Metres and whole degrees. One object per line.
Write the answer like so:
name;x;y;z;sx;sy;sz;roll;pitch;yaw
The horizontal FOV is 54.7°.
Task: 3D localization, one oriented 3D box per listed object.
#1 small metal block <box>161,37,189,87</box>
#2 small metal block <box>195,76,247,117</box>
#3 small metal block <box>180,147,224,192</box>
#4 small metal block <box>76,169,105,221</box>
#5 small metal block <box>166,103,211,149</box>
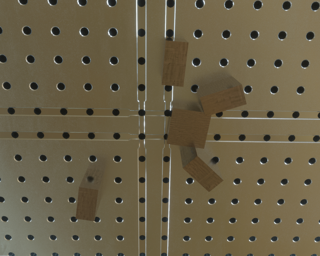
small metal block;0.017;-0.080;0.371;0.025;0.050;0.050;5;110;-2
small metal block;0.074;-0.041;0.386;0.050;0.050;0.025;-17;109;6
small metal block;0.055;0.051;0.420;0.025;0.050;0.050;-43;105;14
small metal block;-0.097;0.093;0.433;0.025;0.050;0.050;10;110;-4
small metal block;0.037;-0.003;0.413;0.050;0.025;0.050;8;110;-4
